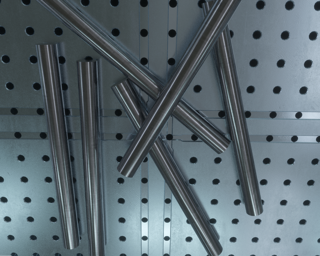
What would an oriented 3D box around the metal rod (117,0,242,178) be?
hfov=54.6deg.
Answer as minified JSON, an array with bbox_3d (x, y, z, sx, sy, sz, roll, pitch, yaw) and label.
[{"bbox_3d":[0.029,-0.065,0.361,0.025,0.025,0.299,28,108,-10],"label":"metal rod"}]

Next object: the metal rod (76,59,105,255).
[{"bbox_3d":[-0.094,0.057,0.433,0.025,0.025,0.298,1,110,-1],"label":"metal rod"}]

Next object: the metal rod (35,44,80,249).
[{"bbox_3d":[-0.137,0.038,0.426,0.025,0.025,0.298,0,110,0],"label":"metal rod"}]

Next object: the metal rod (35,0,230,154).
[{"bbox_3d":[-0.027,-0.067,0.388,0.301,0.025,0.025,39,105,-13],"label":"metal rod"}]

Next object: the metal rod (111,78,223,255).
[{"bbox_3d":[0.017,0.067,0.438,0.025,0.025,0.299,-26,108,9],"label":"metal rod"}]

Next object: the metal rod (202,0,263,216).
[{"bbox_3d":[0.100,-0.013,0.409,0.025,0.025,0.299,-15,110,5],"label":"metal rod"}]
